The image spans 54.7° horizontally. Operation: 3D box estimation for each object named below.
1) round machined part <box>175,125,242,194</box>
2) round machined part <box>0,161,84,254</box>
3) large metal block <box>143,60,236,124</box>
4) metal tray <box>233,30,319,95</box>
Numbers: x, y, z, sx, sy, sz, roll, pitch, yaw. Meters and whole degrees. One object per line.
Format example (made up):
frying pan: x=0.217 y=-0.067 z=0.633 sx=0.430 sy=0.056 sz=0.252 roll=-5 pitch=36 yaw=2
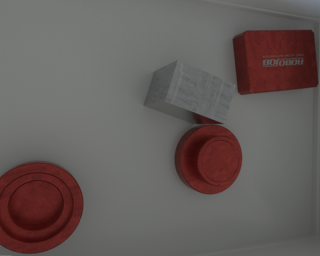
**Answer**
round machined part: x=0.074 y=0.044 z=0.430 sx=0.099 sy=0.042 sz=0.097 roll=0 pitch=90 yaw=-21
round machined part: x=-0.139 y=0.086 z=0.351 sx=0.099 sy=0.042 sz=0.097 roll=0 pitch=90 yaw=-21
large metal block: x=0.035 y=-0.041 z=0.395 sx=0.081 sy=0.080 sz=0.050 roll=19 pitch=84 yaw=-20
metal tray: x=0.180 y=-0.102 z=0.476 sx=0.131 sy=0.030 sz=0.089 roll=-7 pitch=93 yaw=-20
